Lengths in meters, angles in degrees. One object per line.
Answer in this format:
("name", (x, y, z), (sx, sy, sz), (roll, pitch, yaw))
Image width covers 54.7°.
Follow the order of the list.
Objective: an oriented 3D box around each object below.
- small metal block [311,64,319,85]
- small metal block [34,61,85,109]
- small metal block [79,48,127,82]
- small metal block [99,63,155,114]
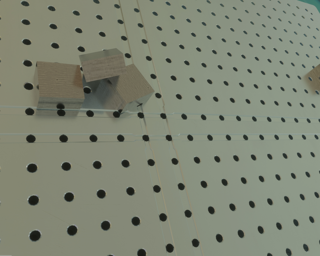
("small metal block", (0.369, -0.114, 0.680), (0.050, 0.025, 0.050), (-6, 65, -31))
("small metal block", (-0.122, -0.051, 0.374), (0.050, 0.025, 0.050), (0, 62, -29))
("small metal block", (-0.073, -0.081, 0.392), (0.050, 0.025, 0.050), (-15, 25, -12))
("small metal block", (-0.044, -0.054, 0.419), (0.050, 0.025, 0.050), (-29, 78, -38))
